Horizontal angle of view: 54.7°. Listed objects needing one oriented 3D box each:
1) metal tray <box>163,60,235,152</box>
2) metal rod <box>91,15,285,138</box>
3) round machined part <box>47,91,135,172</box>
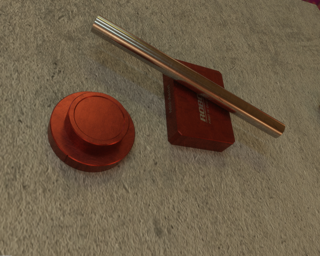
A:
[{"bbox_3d":[0.054,-0.034,0.453,0.091,0.030,0.130,10,57,-23],"label":"metal tray"},{"bbox_3d":[0.046,-0.066,0.431,0.301,0.025,0.025,28,52,-11],"label":"metal rod"},{"bbox_3d":[-0.074,-0.002,0.355,0.099,0.042,0.098,14,56,-21],"label":"round machined part"}]
